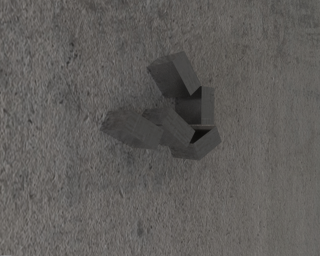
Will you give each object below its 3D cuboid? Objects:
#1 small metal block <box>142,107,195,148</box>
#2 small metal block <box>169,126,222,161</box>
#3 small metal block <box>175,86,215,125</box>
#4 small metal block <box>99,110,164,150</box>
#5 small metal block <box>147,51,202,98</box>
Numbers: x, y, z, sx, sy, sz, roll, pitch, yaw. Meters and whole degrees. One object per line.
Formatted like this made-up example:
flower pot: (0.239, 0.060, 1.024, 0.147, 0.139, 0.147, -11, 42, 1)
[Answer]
small metal block: (0.007, 0.000, 0.394, 0.050, 0.050, 0.025, 42, 65, -32)
small metal block: (0.048, 0.019, 0.428, 0.050, 0.050, 0.025, -33, 111, -35)
small metal block: (0.047, -0.030, 0.428, 0.025, 0.050, 0.050, 1, 89, -40)
small metal block: (-0.033, 0.003, 0.360, 0.050, 0.050, 0.025, 33, 70, -35)
small metal block: (0.018, -0.068, 0.403, 0.025, 0.050, 0.050, -46, 118, -30)
